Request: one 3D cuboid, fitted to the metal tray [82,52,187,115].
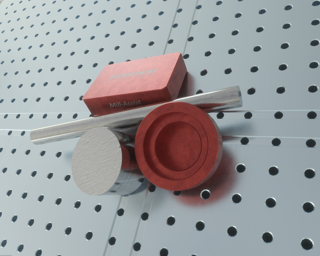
[{"bbox_3d":[-0.035,-0.063,0.442,0.130,0.030,0.090,-4,41,25],"label":"metal tray"}]

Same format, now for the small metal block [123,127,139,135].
[{"bbox_3d":[-0.037,0.012,0.430,0.050,0.025,0.050,20,72,35],"label":"small metal block"}]

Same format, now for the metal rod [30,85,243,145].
[{"bbox_3d":[-0.047,-0.011,0.405,0.301,0.025,0.025,-10,58,22],"label":"metal rod"}]

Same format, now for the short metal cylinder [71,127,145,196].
[{"bbox_3d":[-0.062,0.042,0.382,0.080,0.050,0.080,-7,76,32],"label":"short metal cylinder"}]

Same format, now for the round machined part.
[{"bbox_3d":[0.024,0.021,0.356,0.098,0.042,0.097,-3,82,24],"label":"round machined part"}]
